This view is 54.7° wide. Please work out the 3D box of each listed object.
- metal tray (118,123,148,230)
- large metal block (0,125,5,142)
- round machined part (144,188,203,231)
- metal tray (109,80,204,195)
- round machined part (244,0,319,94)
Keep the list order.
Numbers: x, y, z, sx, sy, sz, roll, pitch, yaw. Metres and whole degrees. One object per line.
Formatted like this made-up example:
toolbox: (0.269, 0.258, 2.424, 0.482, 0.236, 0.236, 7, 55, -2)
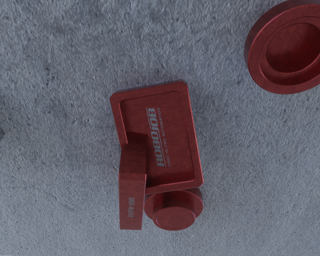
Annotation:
metal tray: (-0.035, 0.066, 0.411, 0.030, 0.090, 0.129, 3, 136, -4)
large metal block: (-0.257, -0.004, 0.384, 0.081, 0.050, 0.079, -2, 130, 1)
round machined part: (0.022, 0.133, 0.510, 0.099, 0.042, 0.097, -1, 130, 0)
metal tray: (-0.002, 0.013, 0.378, 0.090, 0.030, 0.129, -10, 103, 6)
round machined part: (0.137, -0.087, 0.324, 0.099, 0.042, 0.097, -1, 130, 0)
